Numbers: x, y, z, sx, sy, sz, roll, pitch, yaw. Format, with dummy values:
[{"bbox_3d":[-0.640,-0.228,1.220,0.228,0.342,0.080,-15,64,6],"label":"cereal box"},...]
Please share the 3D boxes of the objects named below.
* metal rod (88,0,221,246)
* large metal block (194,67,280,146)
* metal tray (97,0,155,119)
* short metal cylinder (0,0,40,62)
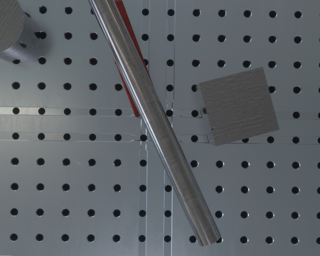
[{"bbox_3d":[-0.010,-0.020,0.322,0.025,0.025,0.299,-24,90,0],"label":"metal rod"},{"bbox_3d":[0.097,-0.026,0.402,0.080,0.050,0.080,-15,90,0],"label":"large metal block"},{"bbox_3d":[-0.035,-0.077,0.380,0.030,0.090,0.129,-20,90,0],"label":"metal tray"},{"bbox_3d":[-0.205,-0.130,0.399,0.081,0.050,0.079,0,90,0],"label":"short metal cylinder"}]
